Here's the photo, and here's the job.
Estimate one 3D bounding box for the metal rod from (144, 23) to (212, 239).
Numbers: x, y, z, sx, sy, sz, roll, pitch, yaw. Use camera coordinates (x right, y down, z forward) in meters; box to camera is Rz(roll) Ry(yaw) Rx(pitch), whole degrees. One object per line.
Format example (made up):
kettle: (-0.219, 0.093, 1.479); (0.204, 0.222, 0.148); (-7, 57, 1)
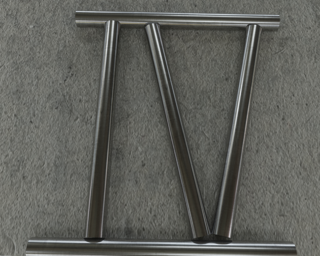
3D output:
metal rod: (0.018, -0.010, 0.412); (0.025, 0.025, 0.299); (-11, 70, -4)

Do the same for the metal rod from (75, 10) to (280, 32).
metal rod: (0.026, -0.162, 0.469); (0.302, 0.025, 0.025); (1, 70, 0)

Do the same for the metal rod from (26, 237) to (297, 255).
metal rod: (0.002, 0.141, 0.357); (0.302, 0.025, 0.025); (1, 70, 0)

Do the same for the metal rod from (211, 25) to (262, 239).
metal rod: (0.106, -0.010, 0.413); (0.025, 0.025, 0.299); (13, 70, 4)

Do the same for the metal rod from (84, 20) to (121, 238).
metal rod: (-0.073, -0.013, 0.412); (0.025, 0.025, 0.299); (1, 70, 0)
